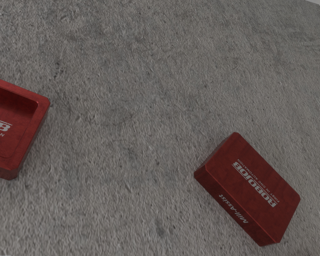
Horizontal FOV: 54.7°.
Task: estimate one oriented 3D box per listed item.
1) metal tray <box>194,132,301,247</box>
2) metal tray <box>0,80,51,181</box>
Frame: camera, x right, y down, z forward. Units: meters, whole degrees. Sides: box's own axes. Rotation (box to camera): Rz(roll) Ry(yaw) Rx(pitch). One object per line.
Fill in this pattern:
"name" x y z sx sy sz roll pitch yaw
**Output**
"metal tray" 0.119 0.079 0.416 0.130 0.030 0.091 46 51 4
"metal tray" -0.189 -0.012 0.305 0.131 0.030 0.090 22 53 -15
